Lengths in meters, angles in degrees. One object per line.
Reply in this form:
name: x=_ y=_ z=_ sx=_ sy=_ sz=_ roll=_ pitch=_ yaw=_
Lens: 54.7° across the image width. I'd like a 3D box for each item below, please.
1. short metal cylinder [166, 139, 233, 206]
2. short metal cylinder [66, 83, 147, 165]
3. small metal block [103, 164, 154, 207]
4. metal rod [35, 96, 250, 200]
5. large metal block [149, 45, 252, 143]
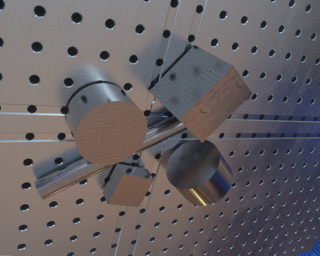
short metal cylinder: x=0.056 y=0.063 z=0.441 sx=0.080 sy=0.080 sz=0.050 roll=-40 pitch=130 yaw=-1
short metal cylinder: x=-0.061 y=-0.005 z=0.354 sx=0.081 sy=0.050 sz=0.079 roll=-14 pitch=124 yaw=-21
small metal block: x=-0.044 y=0.081 z=0.433 sx=0.050 sy=0.025 sz=0.050 roll=16 pitch=110 yaw=-35
metal rod: x=-0.013 y=0.012 z=0.407 sx=0.302 sy=0.025 sz=0.025 roll=-26 pitch=128 yaw=-13
large metal block: x=0.046 y=-0.043 z=0.370 sx=0.080 sy=0.080 sz=0.050 roll=-45 pitch=129 yaw=3
